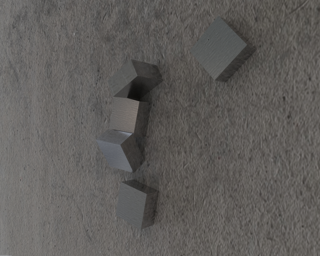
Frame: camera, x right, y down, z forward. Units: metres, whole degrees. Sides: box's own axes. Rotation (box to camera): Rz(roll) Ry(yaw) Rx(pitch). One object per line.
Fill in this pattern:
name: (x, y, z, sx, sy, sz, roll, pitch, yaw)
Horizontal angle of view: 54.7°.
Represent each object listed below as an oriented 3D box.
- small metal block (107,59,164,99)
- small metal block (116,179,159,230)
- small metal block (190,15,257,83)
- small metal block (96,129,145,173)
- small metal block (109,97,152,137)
small metal block: (-0.033, -0.064, 0.416, 0.050, 0.050, 0.025, -34, 69, 35)
small metal block: (-0.032, 0.105, 0.432, 0.050, 0.025, 0.050, 16, 100, 39)
small metal block: (0.070, -0.087, 0.347, 0.050, 0.025, 0.050, -49, 61, 29)
small metal block: (-0.055, 0.032, 0.435, 0.050, 0.025, 0.050, 8, 131, 39)
small metal block: (-0.043, -0.017, 0.440, 0.050, 0.025, 0.050, 18, 102, 38)
